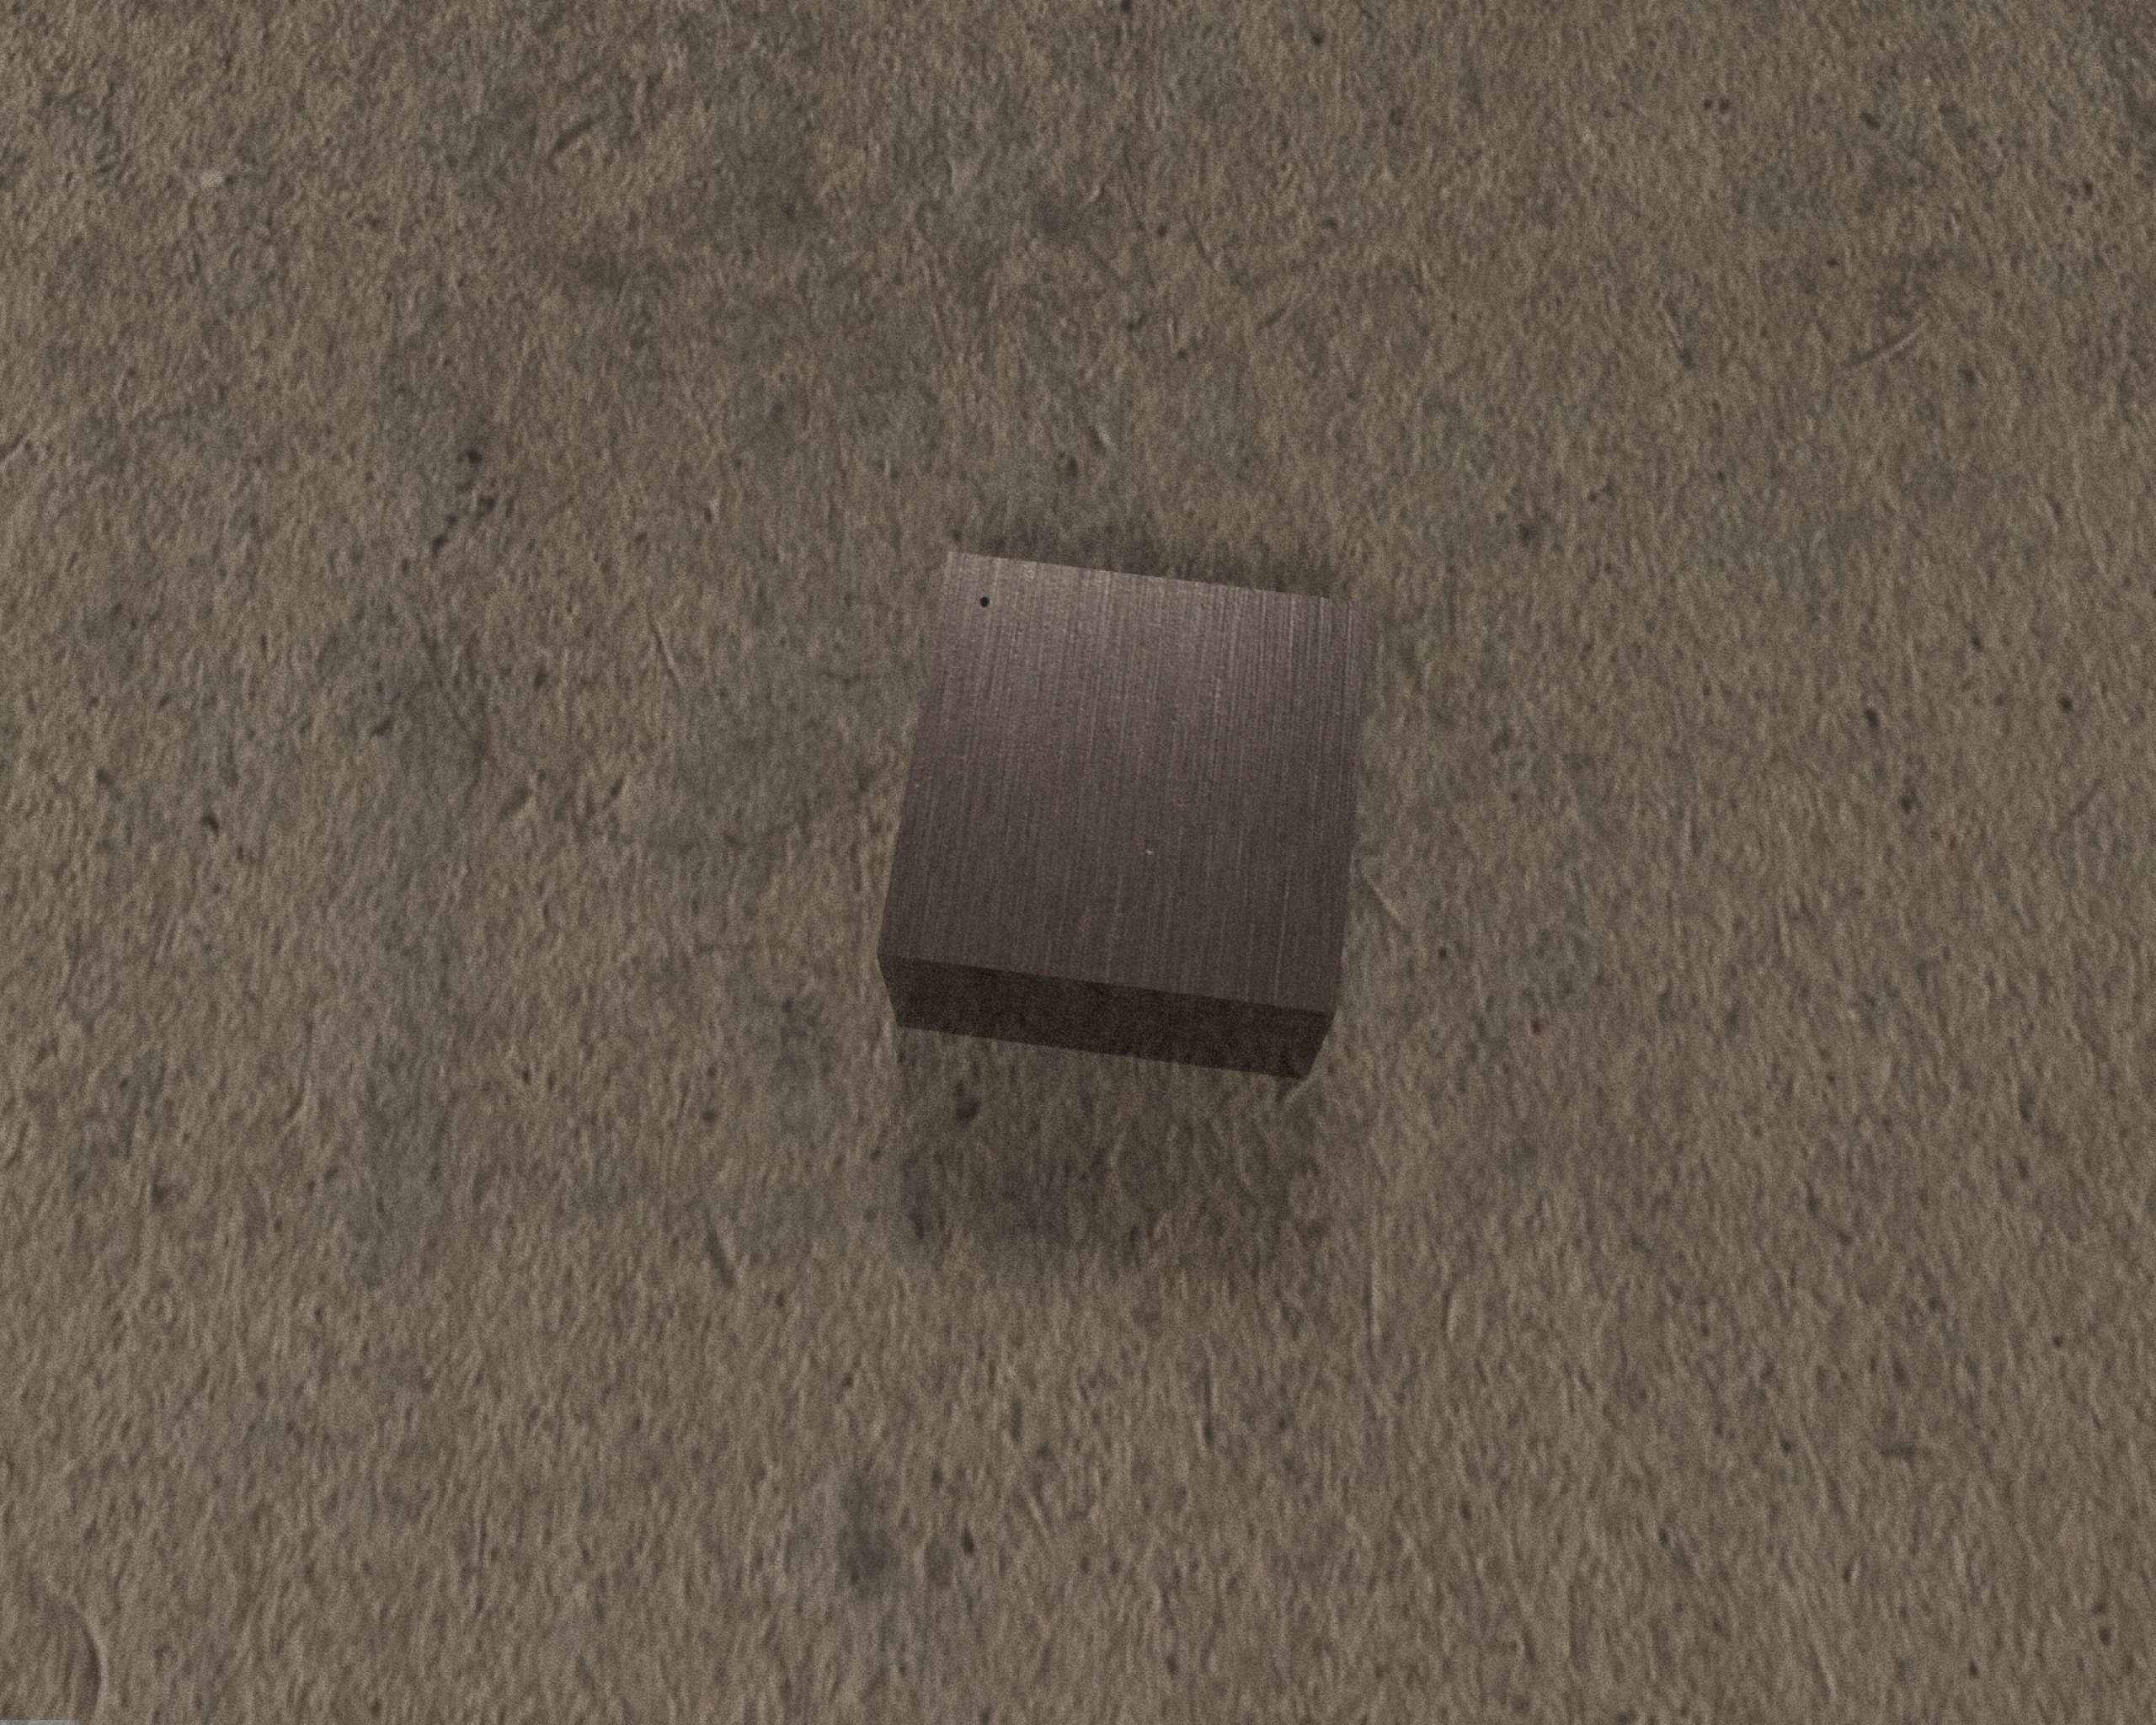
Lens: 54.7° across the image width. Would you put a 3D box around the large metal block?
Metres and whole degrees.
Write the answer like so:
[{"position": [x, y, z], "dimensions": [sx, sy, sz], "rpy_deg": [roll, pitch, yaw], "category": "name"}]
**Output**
[{"position": [0.010, -0.008, 0.399], "dimensions": [0.080, 0.050, 0.080], "rpy_deg": [7, 70, 2], "category": "large metal block"}]
